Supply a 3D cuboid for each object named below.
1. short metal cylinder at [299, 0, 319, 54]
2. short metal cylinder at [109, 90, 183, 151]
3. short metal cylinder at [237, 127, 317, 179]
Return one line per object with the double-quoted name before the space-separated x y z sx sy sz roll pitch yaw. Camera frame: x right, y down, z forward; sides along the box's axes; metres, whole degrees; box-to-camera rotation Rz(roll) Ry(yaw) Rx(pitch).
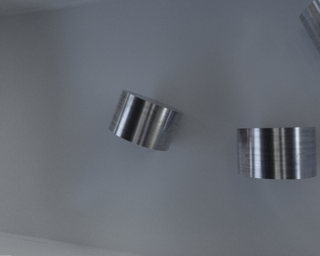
"short metal cylinder" 0.193 -0.113 0.314 0.080 0.080 0.050 -27 81 17
"short metal cylinder" -0.017 -0.010 0.387 0.080 0.080 0.050 24 98 18
"short metal cylinder" 0.125 0.025 0.337 0.080 0.080 0.050 -1 90 19
